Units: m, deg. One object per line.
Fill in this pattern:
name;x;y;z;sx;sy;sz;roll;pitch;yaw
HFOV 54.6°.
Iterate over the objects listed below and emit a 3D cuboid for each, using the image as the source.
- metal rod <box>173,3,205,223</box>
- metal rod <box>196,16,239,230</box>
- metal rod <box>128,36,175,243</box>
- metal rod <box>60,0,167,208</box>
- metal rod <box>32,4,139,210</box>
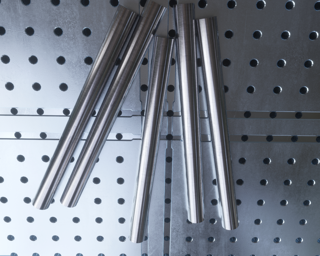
metal rod;0.041;-0.005;0.412;0.025;0.025;0.298;-5;110;2
metal rod;0.080;0.008;0.417;0.025;0.025;0.298;-9;110;3
metal rod;-0.015;0.029;0.424;0.025;0.025;0.298;7;110;-3
metal rod;-0.068;-0.019;0.406;0.025;0.025;0.298;24;108;-9
metal rod;-0.105;-0.014;0.407;0.025;0.025;0.298;26;108;-9
